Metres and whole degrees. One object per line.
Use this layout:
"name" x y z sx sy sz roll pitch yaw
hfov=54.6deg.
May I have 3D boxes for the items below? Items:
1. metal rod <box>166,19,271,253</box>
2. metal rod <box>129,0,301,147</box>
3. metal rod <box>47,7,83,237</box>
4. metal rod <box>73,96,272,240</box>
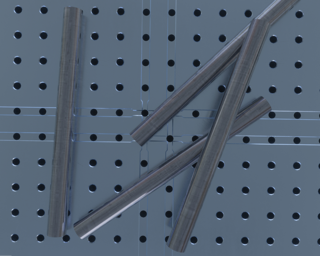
"metal rod" 0.073 0.009 0.387 0.025 0.025 0.299 21 90 0
"metal rod" 0.078 -0.086 0.413 0.300 0.025 0.025 -43 90 0
"metal rod" -0.126 -0.008 0.412 0.025 0.025 0.298 4 90 0
"metal rod" 0.017 0.052 0.413 0.301 0.025 0.025 -34 90 0
